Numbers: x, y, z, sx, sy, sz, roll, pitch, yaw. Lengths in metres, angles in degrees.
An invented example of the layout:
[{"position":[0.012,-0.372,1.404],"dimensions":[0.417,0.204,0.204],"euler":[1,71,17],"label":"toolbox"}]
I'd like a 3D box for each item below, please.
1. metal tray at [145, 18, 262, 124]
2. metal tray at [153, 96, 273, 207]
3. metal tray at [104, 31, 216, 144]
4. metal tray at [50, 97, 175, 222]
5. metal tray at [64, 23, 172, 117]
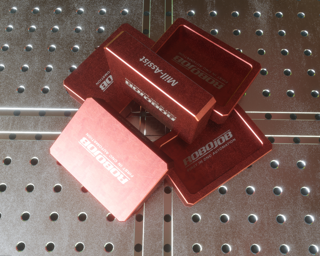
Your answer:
[{"position":[0.052,-0.077,0.405],"dimensions":[0.130,0.030,0.090],"euler":[34,73,11],"label":"metal tray"},{"position":[0.064,0.028,0.398],"dimensions":[0.131,0.030,0.090],"euler":[-32,73,-11],"label":"metal tray"},{"position":[-0.002,-0.043,0.360],"dimensions":[0.130,0.090,0.030],"euler":[39,75,12],"label":"metal tray"},{"position":[-0.060,0.036,0.375],"dimensions":[0.130,0.030,0.090],"euler":[41,100,13],"label":"metal tray"},{"position":[-0.056,-0.076,0.435],"dimensions":[0.090,0.030,0.130],"euler":[37,74,12],"label":"metal tray"}]
